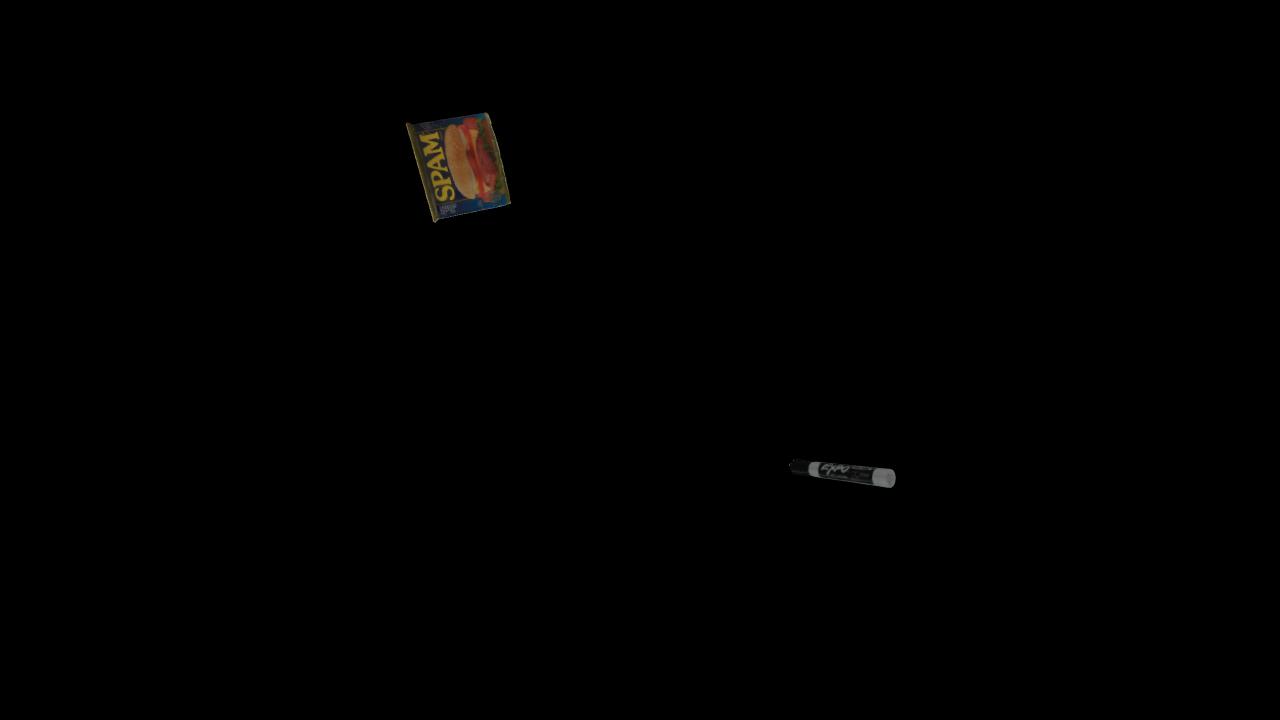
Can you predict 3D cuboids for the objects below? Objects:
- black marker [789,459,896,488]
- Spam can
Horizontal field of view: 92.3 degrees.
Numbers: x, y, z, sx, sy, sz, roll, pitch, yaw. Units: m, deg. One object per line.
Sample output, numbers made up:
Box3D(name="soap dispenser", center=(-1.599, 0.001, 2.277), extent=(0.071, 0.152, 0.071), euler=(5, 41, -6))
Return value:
Box3D(name="black marker", center=(0.211, 0.119, 0.655), extent=(0.020, 0.020, 0.121), euler=(0, -2, -38))
Box3D(name="Spam can", center=(-0.193, -0.206, 0.658), extent=(0.085, 0.101, 0.058), euler=(-16, 18, -15))
